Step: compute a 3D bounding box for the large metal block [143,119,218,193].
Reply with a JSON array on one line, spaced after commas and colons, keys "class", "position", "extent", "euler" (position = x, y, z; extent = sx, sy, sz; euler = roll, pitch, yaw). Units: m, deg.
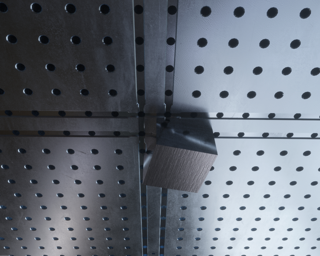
[{"class": "large metal block", "position": [0.025, 0.040, 0.430], "extent": [0.081, 0.050, 0.079], "euler": [11, 129, -10]}]
